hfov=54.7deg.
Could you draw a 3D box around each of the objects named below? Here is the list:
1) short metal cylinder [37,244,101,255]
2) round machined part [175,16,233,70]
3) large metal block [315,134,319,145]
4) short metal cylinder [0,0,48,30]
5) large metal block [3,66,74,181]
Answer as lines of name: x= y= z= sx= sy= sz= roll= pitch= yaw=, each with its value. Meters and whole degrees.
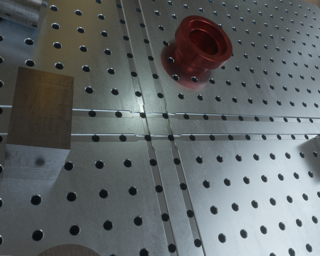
short metal cylinder: x=-0.083 y=0.144 z=0.260 sx=0.081 sy=0.050 sz=0.080 roll=14 pitch=56 yaw=-21
round machined part: x=0.068 y=-0.136 z=0.517 sx=0.099 sy=0.042 sz=0.098 roll=14 pitch=56 yaw=-21
large metal block: x=0.341 y=0.036 z=0.554 sx=0.081 sy=0.050 sz=0.080 roll=-6 pitch=65 yaw=-31
short metal cylinder: x=-0.168 y=-0.170 z=0.386 sx=0.050 sy=0.080 sz=0.080 roll=16 pitch=55 yaw=-19
large metal block: x=-0.121 y=0.000 z=0.308 sx=0.050 sy=0.080 sz=0.080 roll=8 pitch=58 yaw=-24
